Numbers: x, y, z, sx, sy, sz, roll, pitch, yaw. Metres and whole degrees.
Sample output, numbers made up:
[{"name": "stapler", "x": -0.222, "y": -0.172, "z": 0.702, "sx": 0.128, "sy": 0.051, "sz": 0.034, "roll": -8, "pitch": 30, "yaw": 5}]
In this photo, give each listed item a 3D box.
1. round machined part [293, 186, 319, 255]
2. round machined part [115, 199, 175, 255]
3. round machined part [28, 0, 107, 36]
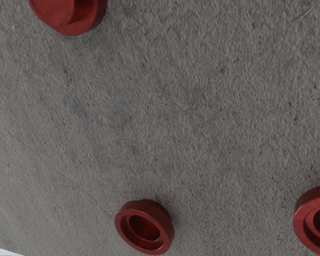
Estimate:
[{"name": "round machined part", "x": 0.205, "y": 0.102, "z": 0.350, "sx": 0.098, "sy": 0.042, "sz": 0.097, "roll": 13, "pitch": 124, "yaw": 21}, {"name": "round machined part", "x": -0.021, "y": 0.155, "z": 0.503, "sx": 0.098, "sy": 0.042, "sz": 0.097, "roll": 13, "pitch": 124, "yaw": 21}, {"name": "round machined part", "x": -0.115, "y": -0.156, "z": 0.360, "sx": 0.098, "sy": 0.042, "sz": 0.097, "roll": 13, "pitch": 124, "yaw": 21}]
